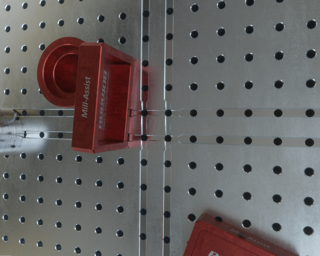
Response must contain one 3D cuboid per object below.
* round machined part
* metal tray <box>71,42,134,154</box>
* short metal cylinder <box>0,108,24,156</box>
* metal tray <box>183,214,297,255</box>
[{"bbox_3d":[-0.123,-0.077,0.445,0.098,0.042,0.097,0,90,19],"label":"round machined part"},{"bbox_3d":[-0.071,-0.036,0.401,0.030,0.090,0.129,6,92,20],"label":"metal tray"},{"bbox_3d":[-0.266,0.006,0.491,0.080,0.050,0.079,0,90,19],"label":"short metal cylinder"},{"bbox_3d":[0.093,0.174,0.376,0.130,0.030,0.089,21,97,18],"label":"metal tray"}]
